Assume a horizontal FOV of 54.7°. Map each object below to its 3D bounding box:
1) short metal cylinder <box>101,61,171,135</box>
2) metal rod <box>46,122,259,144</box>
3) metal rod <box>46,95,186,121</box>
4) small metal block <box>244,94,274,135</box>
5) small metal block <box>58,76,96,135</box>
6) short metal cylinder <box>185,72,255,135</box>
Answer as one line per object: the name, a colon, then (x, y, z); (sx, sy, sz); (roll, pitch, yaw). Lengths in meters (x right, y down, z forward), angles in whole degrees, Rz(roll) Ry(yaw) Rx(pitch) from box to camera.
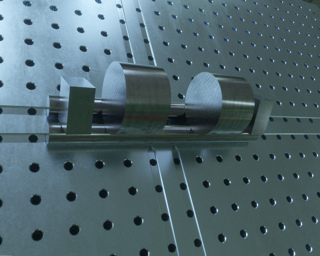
short metal cylinder: (-0.029, -0.032, 0.348); (0.050, 0.080, 0.080); (1, 62, -28)
metal rod: (0.010, 0.007, 0.409); (0.303, 0.025, 0.025); (1, 62, -28)
metal rod: (0.005, -0.023, 0.425); (0.303, 0.025, 0.025); (1, 62, -28)
small metal block: (0.130, -0.022, 0.446); (0.025, 0.050, 0.050); (0, 21, -28)
small metal block: (-0.090, -0.025, 0.330); (0.025, 0.050, 0.050); (1, 20, -28)
short metal cylinder: (0.075, -0.031, 0.404); (0.050, 0.080, 0.080); (1, 62, -28)
